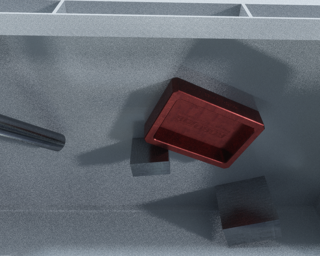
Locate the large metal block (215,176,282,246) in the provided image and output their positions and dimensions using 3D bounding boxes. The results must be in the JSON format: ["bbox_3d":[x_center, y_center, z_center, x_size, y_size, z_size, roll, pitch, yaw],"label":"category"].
[{"bbox_3d":[0.136,0.129,0.485,0.080,0.080,0.050,-14,129,11],"label":"large metal block"}]

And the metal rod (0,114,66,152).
[{"bbox_3d":[-0.218,-0.020,0.305,0.025,0.025,0.301,-29,151,22],"label":"metal rod"}]

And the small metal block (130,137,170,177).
[{"bbox_3d":[-0.013,0.038,0.425,0.050,0.050,0.025,-5,130,3],"label":"small metal block"}]

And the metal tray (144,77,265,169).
[{"bbox_3d":[0.056,-0.002,0.405,0.131,0.030,0.089,20,127,-17],"label":"metal tray"}]
